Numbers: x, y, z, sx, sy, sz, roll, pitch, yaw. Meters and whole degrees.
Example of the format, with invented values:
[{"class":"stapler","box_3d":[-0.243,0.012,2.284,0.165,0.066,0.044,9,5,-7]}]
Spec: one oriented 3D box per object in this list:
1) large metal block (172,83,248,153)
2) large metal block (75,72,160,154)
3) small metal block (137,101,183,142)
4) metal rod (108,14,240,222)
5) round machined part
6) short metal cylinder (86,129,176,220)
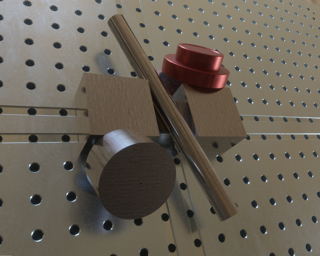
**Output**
[{"class":"large metal block","box_3d":[0.064,-0.013,0.435,0.081,0.050,0.080,1,61,-28]},{"class":"large metal block","box_3d":[-0.054,-0.015,0.373,0.081,0.050,0.080,2,61,-27]},{"class":"small metal block","box_3d":[0.000,-0.009,0.414,0.050,0.025,0.050,1,61,-28]},{"class":"metal rod","box_3d":[0.009,-0.024,0.394,0.025,0.025,0.299,-19,72,-35]},{"class":"round machined part","box_3d":[0.055,-0.095,0.453,0.099,0.042,0.098,12,23,-5]},{"class":"short metal cylinder","box_3d":[-0.031,0.046,0.320,0.081,0.050,0.079,-8,108,-25]}]
